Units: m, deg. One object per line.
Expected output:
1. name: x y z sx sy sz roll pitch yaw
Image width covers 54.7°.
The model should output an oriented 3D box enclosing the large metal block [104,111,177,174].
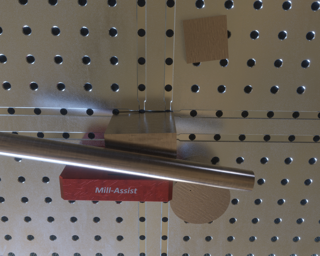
1. large metal block: -0.022 0.016 0.390 0.081 0.080 0.050 -1 110 0

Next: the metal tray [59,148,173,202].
1. metal tray: -0.051 0.056 0.398 0.131 0.090 0.030 1 110 -1

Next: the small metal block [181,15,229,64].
1. small metal block: 0.054 -0.108 0.375 0.050 0.025 0.050 -7 110 2

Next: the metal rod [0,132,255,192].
1. metal rod: -0.046 0.037 0.340 0.302 0.025 0.025 9 110 -4

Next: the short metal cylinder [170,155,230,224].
1. short metal cylinder: 0.053 0.085 0.432 0.081 0.050 0.079 0 110 -1
